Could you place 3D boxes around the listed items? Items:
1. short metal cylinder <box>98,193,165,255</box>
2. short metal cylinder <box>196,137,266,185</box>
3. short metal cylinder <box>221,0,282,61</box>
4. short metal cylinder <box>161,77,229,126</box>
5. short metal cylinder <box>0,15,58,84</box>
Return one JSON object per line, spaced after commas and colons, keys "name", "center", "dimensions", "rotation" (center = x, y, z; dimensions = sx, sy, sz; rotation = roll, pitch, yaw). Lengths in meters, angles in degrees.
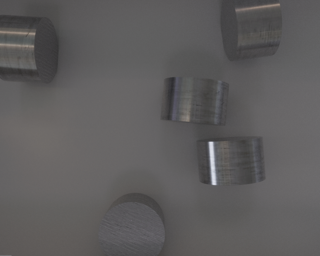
{"name": "short metal cylinder", "center": [-0.034, 0.129, 0.399], "dimensions": [0.081, 0.050, 0.080], "rotation": [0, 90, 0]}
{"name": "short metal cylinder", "center": [0.087, 0.038, 0.384], "dimensions": [0.080, 0.080, 0.050], "rotation": [-4, 90, 0]}
{"name": "short metal cylinder", "center": [0.110, -0.127, 0.384], "dimensions": [0.050, 0.080, 0.080], "rotation": [-8, 90, 0]}
{"name": "short metal cylinder", "center": [0.043, -0.031, 0.384], "dimensions": [0.080, 0.080, 0.050], "rotation": [5, 90, 0]}
{"name": "short metal cylinder", "center": [-0.164, -0.096, 0.382], "dimensions": [0.050, 0.080, 0.080], "rotation": [3, 90, 0]}
